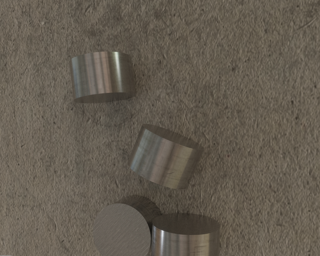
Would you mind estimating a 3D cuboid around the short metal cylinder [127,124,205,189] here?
[{"bbox_3d":[0.007,0.033,0.377,0.080,0.080,0.050,24,98,18],"label":"short metal cylinder"}]

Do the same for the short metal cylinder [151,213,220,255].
[{"bbox_3d":[0.030,0.138,0.369,0.080,0.080,0.050,2,91,20],"label":"short metal cylinder"}]

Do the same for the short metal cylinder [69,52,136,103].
[{"bbox_3d":[-0.075,-0.064,0.406,0.080,0.080,0.050,-8,88,20],"label":"short metal cylinder"}]

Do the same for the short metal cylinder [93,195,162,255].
[{"bbox_3d":[-0.040,0.134,0.410,0.080,0.050,0.080,0,90,20],"label":"short metal cylinder"}]
